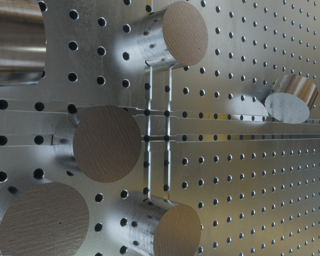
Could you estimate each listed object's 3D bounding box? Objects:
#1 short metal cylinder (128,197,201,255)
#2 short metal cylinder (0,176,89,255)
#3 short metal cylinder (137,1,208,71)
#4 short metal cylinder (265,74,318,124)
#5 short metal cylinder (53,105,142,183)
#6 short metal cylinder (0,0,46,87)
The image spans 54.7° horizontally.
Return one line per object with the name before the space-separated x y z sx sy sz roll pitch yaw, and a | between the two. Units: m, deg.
short metal cylinder | 0.007 0.134 0.399 0.081 0.050 0.079 0 90 -40
short metal cylinder | -0.116 0.088 0.296 0.081 0.050 0.079 0 90 -40
short metal cylinder | 0.017 -0.118 0.407 0.081 0.050 0.079 0 90 -40
short metal cylinder | 0.245 -0.053 0.578 0.080 0.080 0.050 51 60 -28
short metal cylinder | -0.067 0.016 0.336 0.081 0.050 0.079 0 90 -40
short metal cylinder | -0.136 -0.075 0.259 0.050 0.080 0.079 -10 96 -40
